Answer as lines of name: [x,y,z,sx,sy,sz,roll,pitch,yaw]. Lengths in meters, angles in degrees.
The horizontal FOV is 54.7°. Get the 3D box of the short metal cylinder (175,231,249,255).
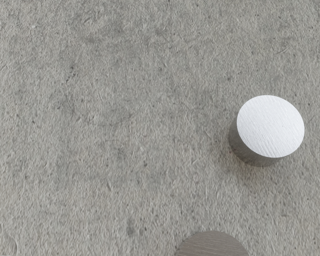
short metal cylinder: [0.055,0.155,0.338,0.081,0.050,0.080,0,70,0]

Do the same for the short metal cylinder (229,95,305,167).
short metal cylinder: [0.132,0.005,0.394,0.081,0.050,0.080,0,70,0]
